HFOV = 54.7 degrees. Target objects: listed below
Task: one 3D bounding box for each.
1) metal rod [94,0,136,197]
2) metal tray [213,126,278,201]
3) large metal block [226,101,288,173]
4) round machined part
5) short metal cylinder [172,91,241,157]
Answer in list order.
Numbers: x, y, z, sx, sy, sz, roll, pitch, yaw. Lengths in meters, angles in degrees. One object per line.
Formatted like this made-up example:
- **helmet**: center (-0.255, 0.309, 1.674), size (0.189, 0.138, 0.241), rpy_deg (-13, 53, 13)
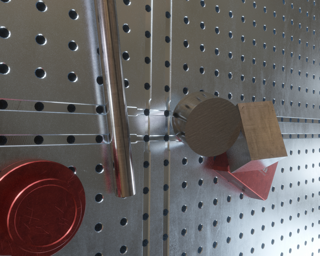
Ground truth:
- **metal rod**: center (-0.056, -0.068, 0.361), size (0.025, 0.025, 0.298), rpy_deg (-10, 96, -40)
- **metal tray**: center (0.152, 0.058, 0.534), size (0.130, 0.030, 0.090), rpy_deg (37, 67, -34)
- **large metal block**: center (0.130, 0.015, 0.447), size (0.050, 0.080, 0.080), rpy_deg (-5, 71, -9)
- **round machined part**: center (-0.117, 0.080, 0.300), size (0.099, 0.042, 0.097), rpy_deg (0, 90, -40)
- **short metal cylinder**: center (0.063, -0.007, 0.425), size (0.081, 0.050, 0.079), rpy_deg (-5, 107, -16)
